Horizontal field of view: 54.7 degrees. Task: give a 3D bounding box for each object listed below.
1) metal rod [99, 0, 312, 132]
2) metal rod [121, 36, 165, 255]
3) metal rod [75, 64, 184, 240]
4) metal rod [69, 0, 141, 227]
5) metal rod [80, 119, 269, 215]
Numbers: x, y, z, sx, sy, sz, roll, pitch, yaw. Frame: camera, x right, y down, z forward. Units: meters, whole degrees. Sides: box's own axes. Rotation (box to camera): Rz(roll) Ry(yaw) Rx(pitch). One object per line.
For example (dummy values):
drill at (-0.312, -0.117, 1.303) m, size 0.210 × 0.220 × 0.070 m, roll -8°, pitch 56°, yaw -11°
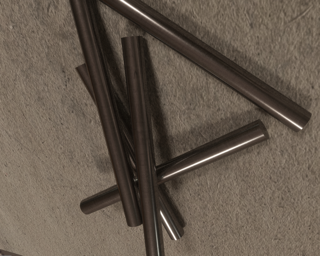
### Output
metal rod at (0.027, -0.091, 0.335) m, size 0.301 × 0.025 × 0.025 m, roll 35°, pitch 129°, yaw 4°
metal rod at (-0.019, 0.039, 0.391) m, size 0.025 × 0.025 × 0.298 m, roll 1°, pitch 104°, yaw 27°
metal rod at (-0.036, 0.043, 0.450) m, size 0.025 × 0.025 × 0.299 m, roll -14°, pitch 111°, yaw 33°
metal rod at (-0.064, -0.014, 0.392) m, size 0.025 × 0.025 × 0.298 m, roll -5°, pitch 104°, yaw 30°
metal rod at (0.000, 0.063, 0.418) m, size 0.300 × 0.025 × 0.025 m, roll -28°, pitch 103°, yaw 29°
